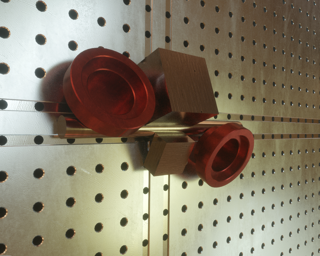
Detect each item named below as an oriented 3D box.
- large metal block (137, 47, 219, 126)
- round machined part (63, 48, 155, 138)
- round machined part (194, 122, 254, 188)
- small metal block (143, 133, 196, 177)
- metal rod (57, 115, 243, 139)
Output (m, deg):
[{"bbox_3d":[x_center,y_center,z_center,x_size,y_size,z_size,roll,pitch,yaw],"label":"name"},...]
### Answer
[{"bbox_3d":[0.021,-0.048,0.396,0.081,0.050,0.080,1,71,-40],"label":"large metal block"},{"bbox_3d":[-0.057,-0.034,0.334,0.099,0.042,0.098,21,52,-29],"label":"round machined part"},{"bbox_3d":[0.089,0.036,0.457,0.099,0.042,0.097,-21,127,-29],"label":"round machined part"},{"bbox_3d":[0.012,0.034,0.407,0.050,0.025,0.050,1,118,-40],"label":"small metal block"},{"bbox_3d":[0.013,0.000,0.421,0.302,0.025,0.025,0,90,-40],"label":"metal rod"}]
